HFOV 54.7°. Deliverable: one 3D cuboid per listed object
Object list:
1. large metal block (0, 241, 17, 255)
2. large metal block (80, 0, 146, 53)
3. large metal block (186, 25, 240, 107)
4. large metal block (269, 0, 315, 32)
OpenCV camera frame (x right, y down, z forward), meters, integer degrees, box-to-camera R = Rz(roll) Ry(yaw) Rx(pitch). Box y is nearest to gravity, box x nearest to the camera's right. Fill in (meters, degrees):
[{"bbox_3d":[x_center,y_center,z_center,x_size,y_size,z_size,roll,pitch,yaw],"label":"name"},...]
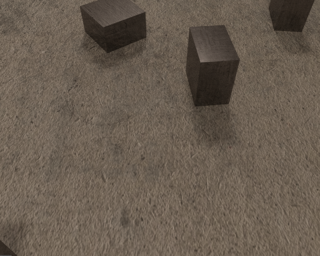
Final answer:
[{"bbox_3d":[-0.182,0.143,0.264,0.081,0.050,0.080,0,50,-1],"label":"large metal block"},{"bbox_3d":[-0.081,-0.185,0.542,0.081,0.050,0.080,-29,56,-23],"label":"large metal block"},{"bbox_3d":[0.071,-0.089,0.443,0.050,0.080,0.080,-5,50,-4],"label":"large metal block"},{"bbox_3d":[0.241,-0.235,0.568,0.050,0.080,0.080,4,50,3],"label":"large metal block"}]
